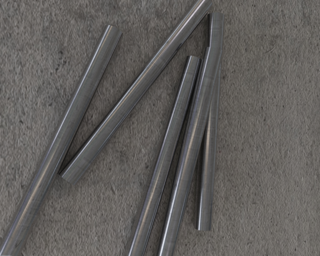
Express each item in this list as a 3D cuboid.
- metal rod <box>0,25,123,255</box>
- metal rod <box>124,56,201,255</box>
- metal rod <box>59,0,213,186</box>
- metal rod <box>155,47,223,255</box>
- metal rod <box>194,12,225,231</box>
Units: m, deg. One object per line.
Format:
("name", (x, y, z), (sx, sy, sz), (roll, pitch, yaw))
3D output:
("metal rod", (-0.116, 0.014, 0.366), (0.025, 0.025, 0.299), (26, 81, -18))
("metal rod", (0.003, 0.048, 0.409), (0.025, 0.025, 0.299), (20, 83, -19))
("metal rod", (-0.024, -0.057, 0.399), (0.025, 0.025, 0.300), (40, 77, -16))
("metal rod", (0.036, 0.042, 0.410), (0.025, 0.025, 0.298), (14, 90, -20))
("metal rod", (0.069, -0.010, 0.434), (0.025, 0.025, 0.298), (4, 89, -20))
